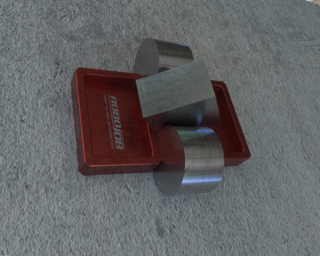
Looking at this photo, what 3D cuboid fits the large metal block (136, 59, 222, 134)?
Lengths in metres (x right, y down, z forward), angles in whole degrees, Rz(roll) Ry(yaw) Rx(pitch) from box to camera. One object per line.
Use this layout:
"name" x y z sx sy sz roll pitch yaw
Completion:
"large metal block" 0.025 -0.029 0.375 0.080 0.080 0.050 -17 65 9

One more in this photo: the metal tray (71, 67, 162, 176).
"metal tray" -0.056 -0.010 0.378 0.091 0.030 0.130 2 61 -28

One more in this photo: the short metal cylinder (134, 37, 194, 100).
"short metal cylinder" 0.003 -0.078 0.419 0.050 0.080 0.080 2 61 -27

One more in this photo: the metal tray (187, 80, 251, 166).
"metal tray" 0.068 -0.010 0.445 0.091 0.030 0.130 2 61 -28

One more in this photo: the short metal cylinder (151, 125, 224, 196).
"short metal cylinder" 0.030 0.037 0.363 0.050 0.080 0.080 2 61 -27
